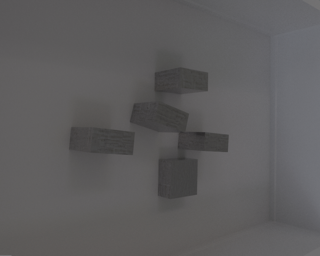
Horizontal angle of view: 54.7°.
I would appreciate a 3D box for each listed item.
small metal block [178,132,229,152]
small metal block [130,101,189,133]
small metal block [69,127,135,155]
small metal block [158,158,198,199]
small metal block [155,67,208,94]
[{"bbox_3d":[0.062,0.020,0.442,0.050,0.050,0.025,6,86,-40],"label":"small metal block"},{"bbox_3d":[-0.001,-0.013,0.389,0.050,0.050,0.025,20,78,-38],"label":"small metal block"},{"bbox_3d":[-0.063,0.014,0.337,0.050,0.050,0.025,8,85,-40],"label":"small metal block"},{"bbox_3d":[0.025,0.068,0.428,0.050,0.025,0.050,2,89,-40],"label":"small metal block"},{"bbox_3d":[0.028,-0.062,0.414,0.050,0.050,0.025,1,90,-40],"label":"small metal block"}]
